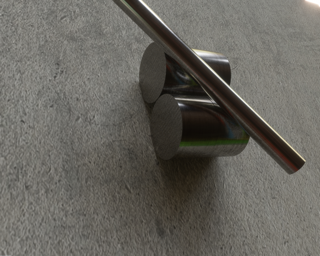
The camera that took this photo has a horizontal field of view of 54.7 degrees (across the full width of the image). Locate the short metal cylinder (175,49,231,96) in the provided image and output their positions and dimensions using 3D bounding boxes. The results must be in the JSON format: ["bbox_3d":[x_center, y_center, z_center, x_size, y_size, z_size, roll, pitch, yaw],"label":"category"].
[{"bbox_3d":[0.056,-0.072,0.444,0.050,0.080,0.080,1,62,-28],"label":"short metal cylinder"}]

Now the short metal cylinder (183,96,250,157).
[{"bbox_3d":[0.073,-0.001,0.410,0.050,0.080,0.080,1,62,-28],"label":"short metal cylinder"}]

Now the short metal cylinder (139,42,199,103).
[{"bbox_3d":[0.011,-0.072,0.420,0.050,0.080,0.080,1,62,-28],"label":"short metal cylinder"}]

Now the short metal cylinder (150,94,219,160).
[{"bbox_3d":[0.028,-0.001,0.386,0.050,0.080,0.080,1,62,-28],"label":"short metal cylinder"}]

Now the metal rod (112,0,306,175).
[{"bbox_3d":[0.054,-0.061,0.368,0.300,0.025,0.025,45,51,3],"label":"metal rod"}]
